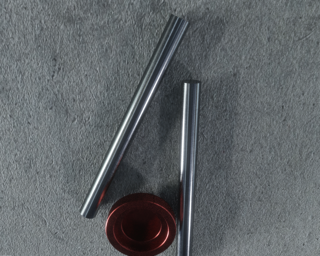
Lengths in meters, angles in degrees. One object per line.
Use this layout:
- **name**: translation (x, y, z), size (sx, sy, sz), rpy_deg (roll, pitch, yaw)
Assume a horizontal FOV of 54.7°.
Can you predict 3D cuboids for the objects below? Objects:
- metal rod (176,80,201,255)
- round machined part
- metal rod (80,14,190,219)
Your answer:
- **metal rod**: translation (0.038, 0.081, 0.440), size (0.025, 0.025, 0.298), rpy_deg (0, 110, -1)
- **round machined part**: translation (-0.026, 0.135, 0.450), size (0.099, 0.042, 0.097), rpy_deg (0, 110, -1)
- **metal rod**: translation (-0.040, -0.002, 0.408), size (0.025, 0.025, 0.298), rpy_deg (24, 108, -9)
